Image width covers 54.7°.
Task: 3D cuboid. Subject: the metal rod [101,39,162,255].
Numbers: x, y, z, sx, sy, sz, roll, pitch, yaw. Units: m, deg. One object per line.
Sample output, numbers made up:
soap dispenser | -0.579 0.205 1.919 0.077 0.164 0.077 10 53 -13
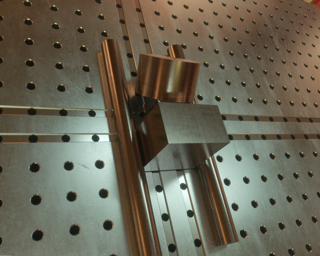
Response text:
metal rod | -0.039 0.013 0.378 0.025 0.025 0.299 1 61 -28

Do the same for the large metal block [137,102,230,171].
large metal block | 0.022 0.013 0.374 0.081 0.080 0.050 1 62 -28

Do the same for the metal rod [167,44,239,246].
metal rod | 0.053 0.006 0.432 0.025 0.025 0.299 2 61 -27

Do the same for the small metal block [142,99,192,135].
small metal block | 0.011 -0.013 0.406 0.050 0.050 0.025 2 61 -28

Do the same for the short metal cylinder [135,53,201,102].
short metal cylinder | 0.010 -0.068 0.411 0.081 0.050 0.080 9 15 -2
